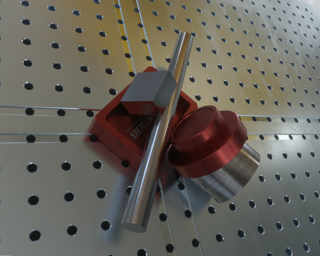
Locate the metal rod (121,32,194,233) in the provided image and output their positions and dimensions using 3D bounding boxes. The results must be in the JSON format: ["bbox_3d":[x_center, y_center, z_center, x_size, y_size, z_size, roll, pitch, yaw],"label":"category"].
[{"bbox_3d":[0.007,-0.020,0.387,0.025,0.025,0.300,25,53,-13],"label":"metal rod"}]

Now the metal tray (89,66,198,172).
[{"bbox_3d":[-0.017,-0.015,0.406,0.090,0.030,0.131,40,51,-1],"label":"metal tray"}]

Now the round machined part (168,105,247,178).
[{"bbox_3d":[0.049,0.010,0.370,0.042,0.098,0.098,52,48,-20],"label":"round machined part"}]

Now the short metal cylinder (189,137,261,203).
[{"bbox_3d":[0.078,0.046,0.387,0.050,0.080,0.080,40,51,-2],"label":"short metal cylinder"}]

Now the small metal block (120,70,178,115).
[{"bbox_3d":[-0.013,-0.044,0.385,0.025,0.050,0.050,54,51,-41],"label":"small metal block"}]
